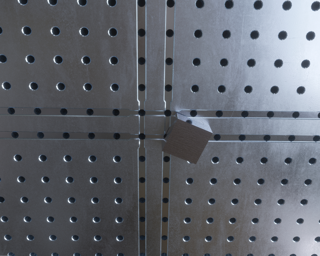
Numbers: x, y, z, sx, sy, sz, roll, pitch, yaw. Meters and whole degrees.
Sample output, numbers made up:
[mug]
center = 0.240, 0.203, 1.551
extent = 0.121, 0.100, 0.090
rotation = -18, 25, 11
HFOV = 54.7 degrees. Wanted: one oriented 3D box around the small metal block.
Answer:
[small metal block]
center = 0.036, 0.014, 0.419
extent = 0.050, 0.025, 0.050
rotation = 22, 108, -9
